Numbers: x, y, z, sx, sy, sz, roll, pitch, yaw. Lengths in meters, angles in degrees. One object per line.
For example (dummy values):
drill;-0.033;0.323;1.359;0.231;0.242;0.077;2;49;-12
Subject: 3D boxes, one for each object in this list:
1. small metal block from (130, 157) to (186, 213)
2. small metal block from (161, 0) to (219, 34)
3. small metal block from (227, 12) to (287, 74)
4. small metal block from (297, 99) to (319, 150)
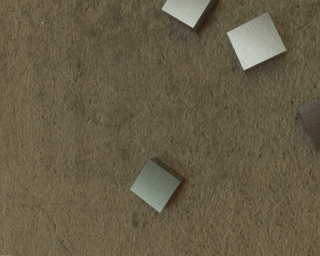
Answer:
small metal block;-0.003;0.074;0.410;0.050;0.025;0.050;35;101;16
small metal block;0.039;-0.158;0.395;0.050;0.025;0.050;36;101;16
small metal block;0.115;-0.100;0.368;0.050;0.025;0.050;-24;82;18
small metal block;0.187;-0.009;0.343;0.050;0.025;0.050;-24;82;18
